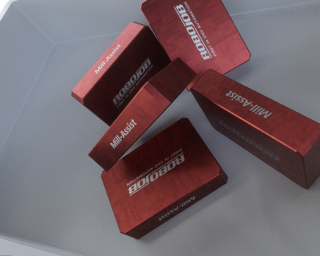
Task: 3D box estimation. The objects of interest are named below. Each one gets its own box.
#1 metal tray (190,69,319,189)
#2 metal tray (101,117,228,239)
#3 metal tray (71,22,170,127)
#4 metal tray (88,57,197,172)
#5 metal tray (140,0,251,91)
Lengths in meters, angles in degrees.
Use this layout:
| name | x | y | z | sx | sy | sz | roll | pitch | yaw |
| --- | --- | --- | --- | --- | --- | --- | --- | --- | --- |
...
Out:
| name | x | y | z | sx | sy | sz | roll | pitch | yaw |
| --- | --- | --- | --- | --- | --- | --- | --- | --- | --- |
| metal tray | 0.097 | -0.001 | 0.313 | 0.030 | 0.090 | 0.130 | -48 | 51 | -5 |
| metal tray | 0.001 | 0.058 | 0.367 | 0.130 | 0.030 | 0.090 | -34 | 51 | 5 |
| metal tray | -0.046 | -0.067 | 0.426 | 0.030 | 0.090 | 0.130 | 33 | 81 | 40 |
| metal tray | -0.021 | -0.014 | 0.353 | 0.129 | 0.030 | 0.090 | -46 | 3 | 37 |
| metal tray | 0.046 | -0.123 | 0.402 | 0.090 | 0.030 | 0.130 | -30 | 96 | 9 |
